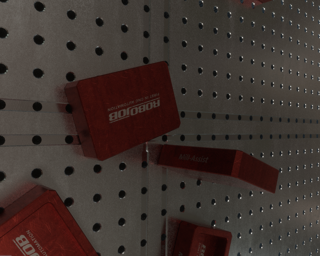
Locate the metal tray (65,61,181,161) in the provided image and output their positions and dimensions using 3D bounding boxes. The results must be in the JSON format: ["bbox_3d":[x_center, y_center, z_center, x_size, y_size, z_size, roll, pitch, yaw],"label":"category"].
[{"bbox_3d":[-0.038,-0.025,0.376,0.131,0.030,0.089,-23,105,-38],"label":"metal tray"}]

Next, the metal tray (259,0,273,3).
[{"bbox_3d":[0.165,-0.288,0.546,0.131,0.030,0.089,4,87,-40],"label":"metal tray"}]

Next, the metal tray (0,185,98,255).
[{"bbox_3d":[-0.117,0.135,0.309,0.091,0.030,0.129,-39,114,-33],"label":"metal tray"}]

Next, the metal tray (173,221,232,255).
[{"bbox_3d":[0.056,0.211,0.455,0.090,0.030,0.130,25,75,-38],"label":"metal tray"}]

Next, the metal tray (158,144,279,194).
[{"bbox_3d":[0.073,0.052,0.404,0.090,0.130,0.030,25,74,-38],"label":"metal tray"}]
